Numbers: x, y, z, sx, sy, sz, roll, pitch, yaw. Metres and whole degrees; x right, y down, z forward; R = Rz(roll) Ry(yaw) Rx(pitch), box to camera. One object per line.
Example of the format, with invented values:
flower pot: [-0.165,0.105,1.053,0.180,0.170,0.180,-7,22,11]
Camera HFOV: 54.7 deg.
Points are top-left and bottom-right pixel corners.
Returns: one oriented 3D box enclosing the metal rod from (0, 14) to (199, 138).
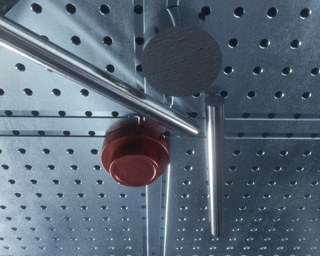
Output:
metal rod: [-0.067,-0.051,0.328,0.301,0.025,0.025,26,126,-36]

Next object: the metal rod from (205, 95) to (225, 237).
metal rod: [0.088,0.079,0.479,0.025,0.025,0.298,-6,130,5]

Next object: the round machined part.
round machined part: [-0.035,0.047,0.440,0.099,0.042,0.097,-1,130,0]

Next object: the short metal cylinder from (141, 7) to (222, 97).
short metal cylinder: [0.022,-0.080,0.328,0.081,0.050,0.079,0,130,0]

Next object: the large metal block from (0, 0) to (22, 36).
large metal block: [-0.194,-0.111,0.297,0.080,0.050,0.080,30,124,-24]
